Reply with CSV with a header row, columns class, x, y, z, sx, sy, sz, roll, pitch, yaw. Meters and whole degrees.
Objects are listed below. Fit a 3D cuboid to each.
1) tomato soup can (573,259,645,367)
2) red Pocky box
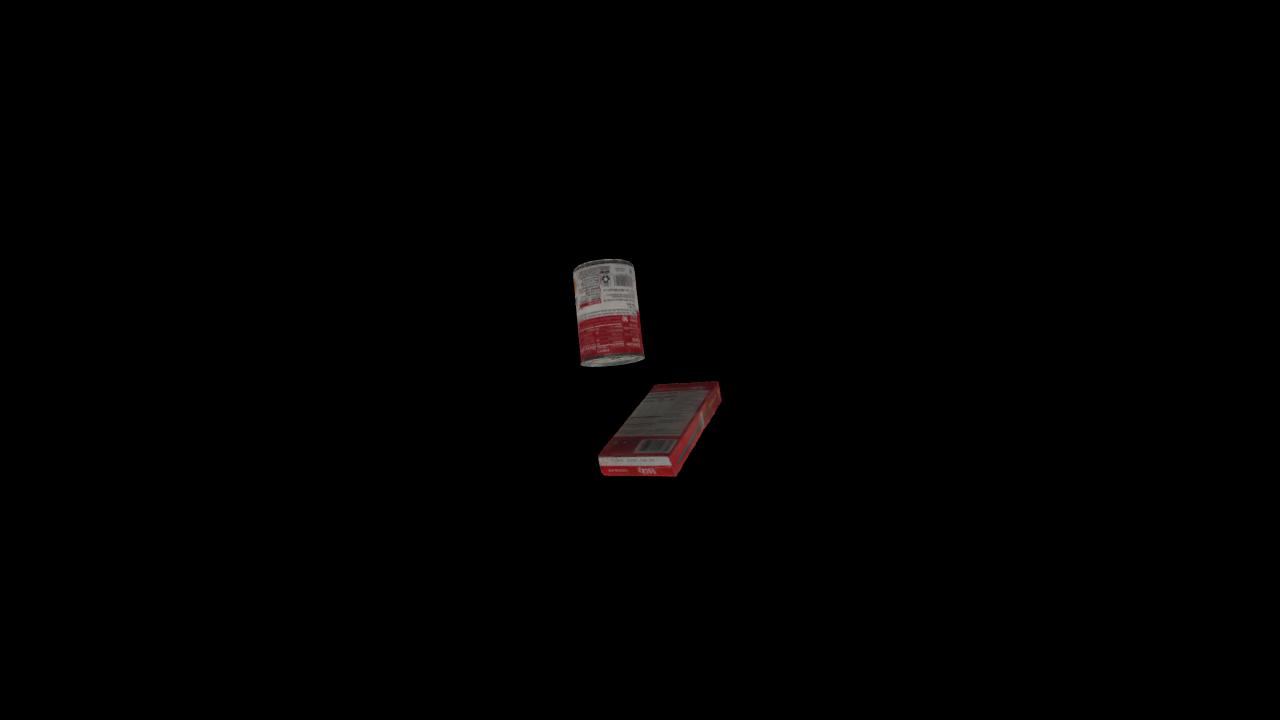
class,x,y,z,sx,sy,sz,roll,pitch,yaw
tomato soup can,-0.034,-0.048,0.644,0.068,0.101,0.068,-7,-8,-1
red Pocky box,0.026,0.070,0.651,0.083,0.028,0.155,-5,23,28
